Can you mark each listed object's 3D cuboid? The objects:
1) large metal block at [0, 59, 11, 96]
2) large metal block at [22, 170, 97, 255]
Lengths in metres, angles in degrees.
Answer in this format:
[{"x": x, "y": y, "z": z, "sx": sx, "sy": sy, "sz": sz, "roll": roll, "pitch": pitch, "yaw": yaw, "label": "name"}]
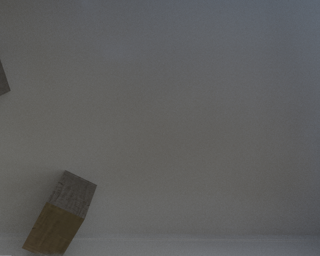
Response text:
[{"x": -0.241, "y": -0.071, "z": 0.369, "sx": 0.080, "sy": 0.050, "sz": 0.079, "roll": -8, "pitch": 110, "yaw": 3, "label": "large metal block"}, {"x": -0.134, "y": 0.118, "z": 0.424, "sx": 0.050, "sy": 0.080, "sz": 0.080, "roll": 29, "pitch": 108, "yaw": -10, "label": "large metal block"}]
